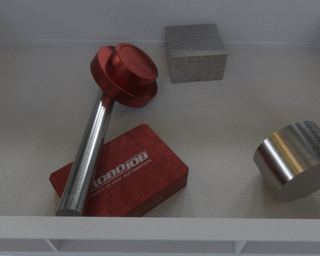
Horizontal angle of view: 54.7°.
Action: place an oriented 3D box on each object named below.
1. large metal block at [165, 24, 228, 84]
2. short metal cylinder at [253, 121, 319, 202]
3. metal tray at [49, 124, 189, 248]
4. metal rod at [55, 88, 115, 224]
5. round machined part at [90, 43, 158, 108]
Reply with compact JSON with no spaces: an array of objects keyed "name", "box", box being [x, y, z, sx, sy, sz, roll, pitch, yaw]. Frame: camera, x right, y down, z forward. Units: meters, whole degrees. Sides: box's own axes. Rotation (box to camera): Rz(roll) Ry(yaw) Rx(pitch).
[{"name":"large metal block","box":[0.053,-0.118,0.489,0.081,0.050,0.080,-5,50,-5]},{"name":"short metal cylinder","box":[0.152,0.038,0.340,0.081,0.080,0.050,-14,52,-12]},{"name":"metal tray","box":[-0.044,0.059,0.352,0.131,0.030,0.090,-30,56,-23]},{"name":"metal rod","box":[-0.074,-0.019,0.390,0.025,0.025,0.300,2,41,1]},{"name":"round machined part","box":[-0.042,-0.079,0.427,0.098,0.042,0.098,29,37,-24]}]
